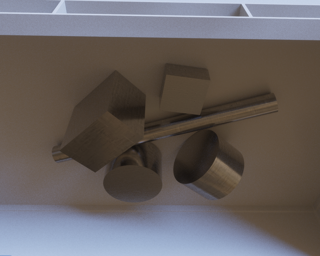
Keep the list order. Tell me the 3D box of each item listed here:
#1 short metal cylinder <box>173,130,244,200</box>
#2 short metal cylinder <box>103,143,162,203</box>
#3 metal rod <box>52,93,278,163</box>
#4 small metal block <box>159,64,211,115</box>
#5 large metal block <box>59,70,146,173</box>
[{"bbox_3d":[0.064,0.049,0.414,0.050,0.080,0.080,35,122,-26],"label":"short metal cylinder"},{"bbox_3d":[-0.037,0.062,0.442,0.081,0.050,0.079,0,130,0],"label":"short metal cylinder"},{"bbox_3d":[-0.001,0.003,0.410,0.301,0.025,0.025,-13,129,10],"label":"metal rod"},{"bbox_3d":[0.028,-0.045,0.369,0.050,0.025,0.050,7,130,-6],"label":"small metal block"},{"bbox_3d":[-0.064,-0.008,0.364,0.080,0.080,0.050,-36,122,26],"label":"large metal block"}]
